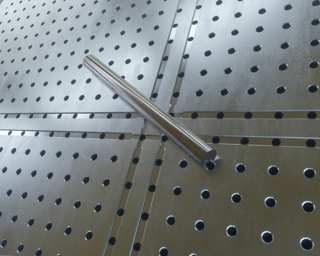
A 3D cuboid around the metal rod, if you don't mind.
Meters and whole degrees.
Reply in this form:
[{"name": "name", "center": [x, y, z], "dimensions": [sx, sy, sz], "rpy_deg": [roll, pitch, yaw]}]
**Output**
[{"name": "metal rod", "center": [-0.034, -0.041, 0.449], "dimensions": [0.025, 0.025, 0.300], "rpy_deg": [-46, 52, -4]}]
